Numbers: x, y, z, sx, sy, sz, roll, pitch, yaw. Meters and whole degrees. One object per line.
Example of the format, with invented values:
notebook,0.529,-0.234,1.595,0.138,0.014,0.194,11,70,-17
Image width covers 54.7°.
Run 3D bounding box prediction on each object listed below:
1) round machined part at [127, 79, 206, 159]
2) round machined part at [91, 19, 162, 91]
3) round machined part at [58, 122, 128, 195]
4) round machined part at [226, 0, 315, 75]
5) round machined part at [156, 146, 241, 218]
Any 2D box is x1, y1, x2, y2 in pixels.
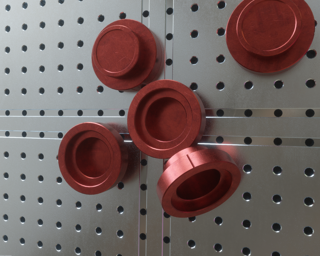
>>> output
round machined part,0.011,-0.010,0.396,0.098,0.042,0.097,-2,85,23
round machined part,-0.051,-0.100,0.421,0.098,0.042,0.097,0,90,19
round machined part,-0.089,0.040,0.434,0.098,0.042,0.097,0,90,19
round machined part,0.126,-0.113,0.359,0.098,0.042,0.097,0,90,19
round machined part,0.042,0.059,0.368,0.098,0.098,0.042,-42,43,15
